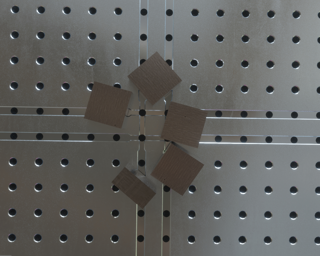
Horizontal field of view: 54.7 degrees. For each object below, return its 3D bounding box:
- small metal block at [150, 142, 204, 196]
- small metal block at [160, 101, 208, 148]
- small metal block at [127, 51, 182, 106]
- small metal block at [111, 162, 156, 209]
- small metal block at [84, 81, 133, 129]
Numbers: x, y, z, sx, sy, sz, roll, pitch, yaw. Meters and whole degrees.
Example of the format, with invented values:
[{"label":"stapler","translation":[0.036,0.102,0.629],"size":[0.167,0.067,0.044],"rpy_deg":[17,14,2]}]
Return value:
[{"label":"small metal block","translation":[0.023,0.053,0.411],"size":[0.050,0.025,0.050],"rpy_deg":[33,96,-1]},{"label":"small metal block","translation":[0.031,-0.004,0.414],"size":[0.050,0.025,0.050],"rpy_deg":[16,90,-1]},{"label":"small metal block","translation":[-0.007,-0.064,0.413],"size":[0.050,0.025,0.050],"rpy_deg":[-41,91,0]},{"label":"small metal block","translation":[-0.032,0.073,0.401],"size":[0.050,0.050,0.025],"rpy_deg":[41,90,-1]},{"label":"small metal block","translation":[-0.067,-0.030,0.413],"size":[0.050,0.025,0.050],"rpy_deg":[16,90,-1]}]
